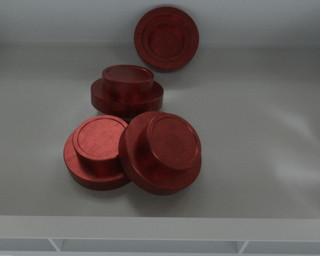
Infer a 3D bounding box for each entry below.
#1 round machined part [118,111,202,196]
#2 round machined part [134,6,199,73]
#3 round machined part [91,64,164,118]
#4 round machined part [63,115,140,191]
[{"bbox_3d":[0.007,0.022,0.348,0.099,0.042,0.098,16,55,-24],"label":"round machined part"},{"bbox_3d":[0.010,-0.135,0.487,0.099,0.042,0.097,0,87,-1],"label":"round machined part"},{"bbox_3d":[-0.044,-0.055,0.420,0.099,0.042,0.098,5,30,-2],"label":"round machined part"},{"bbox_3d":[-0.067,0.023,0.374,0.099,0.042,0.098,0,50,0],"label":"round machined part"}]
